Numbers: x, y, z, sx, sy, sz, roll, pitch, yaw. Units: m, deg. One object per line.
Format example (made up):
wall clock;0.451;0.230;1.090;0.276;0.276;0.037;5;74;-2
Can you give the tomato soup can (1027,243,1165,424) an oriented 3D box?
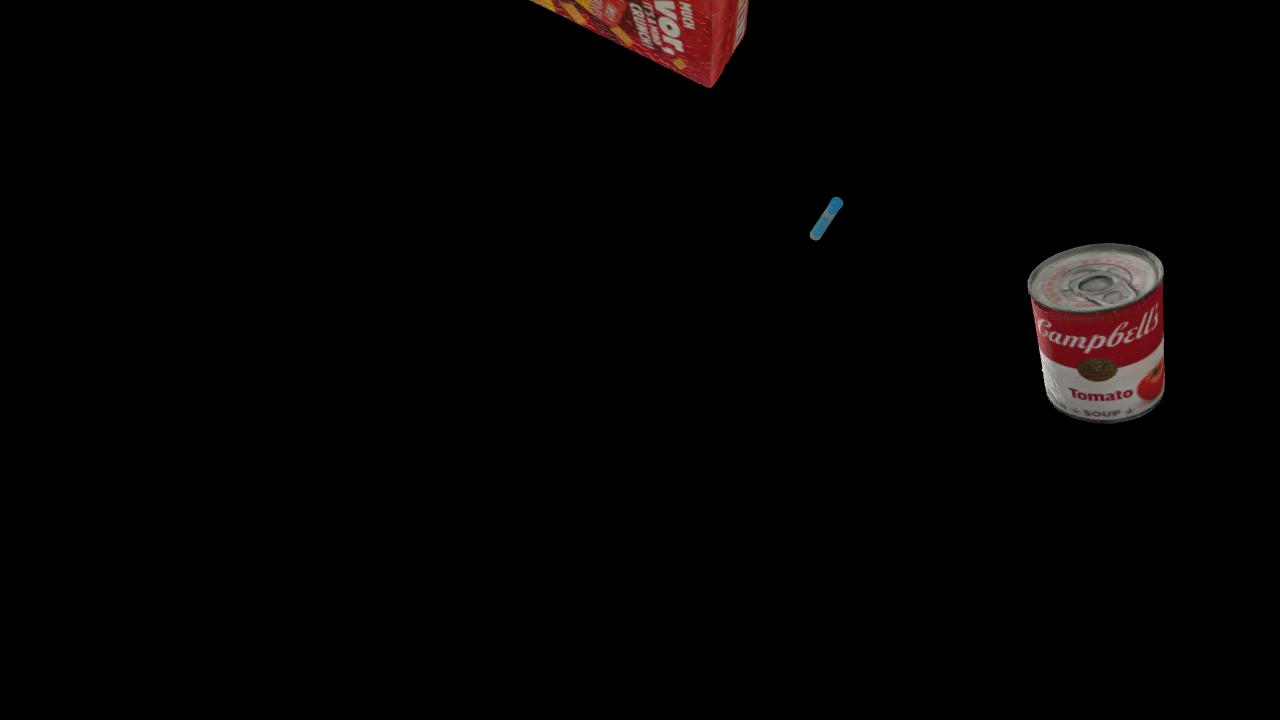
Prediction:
tomato soup can;0.297;-0.015;0.401;0.068;0.101;0.068;-22;33;15

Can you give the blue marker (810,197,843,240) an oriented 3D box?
blue marker;0.280;-0.212;0.925;0.020;0.020;0.121;0;-12;1

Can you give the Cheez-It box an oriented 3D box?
Cheez-It box;-0.025;-0.321;0.465;0.223;0.071;0.166;30;-3;10
